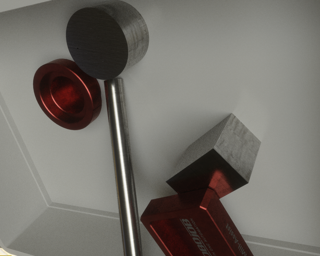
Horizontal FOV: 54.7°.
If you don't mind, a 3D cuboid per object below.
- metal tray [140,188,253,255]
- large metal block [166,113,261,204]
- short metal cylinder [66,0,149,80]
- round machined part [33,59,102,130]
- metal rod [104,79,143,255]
[{"bbox_3d":[0.048,0.135,0.359,0.090,0.030,0.130,-21,109,35],"label":"metal tray"},{"bbox_3d":[0.064,0.039,0.363,0.050,0.080,0.080,45,129,-3],"label":"large metal block"},{"bbox_3d":[-0.060,-0.102,0.359,0.080,0.050,0.079,13,124,20],"label":"short metal cylinder"},{"bbox_3d":[-0.122,-0.049,0.429,0.098,0.042,0.097,13,124,20],"label":"round machined part"},{"bbox_3d":[-0.044,0.086,0.403,0.025,0.025,0.298,-7,90,31],"label":"metal rod"}]
